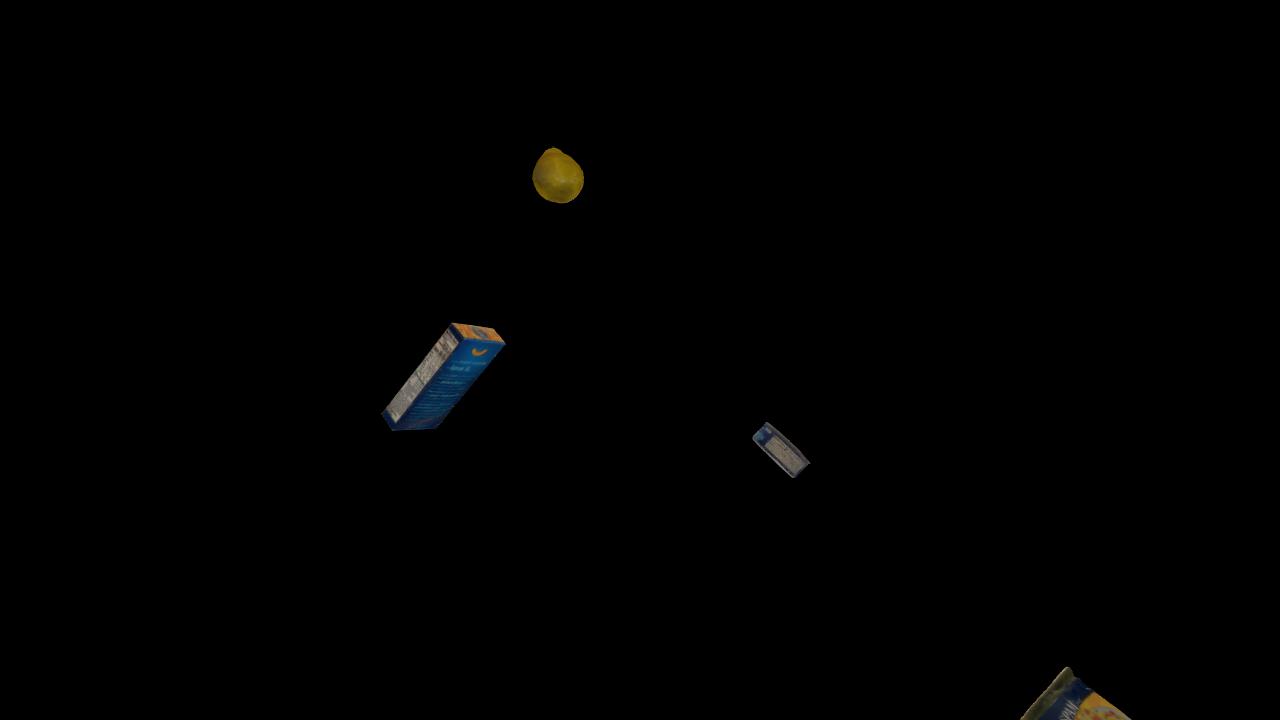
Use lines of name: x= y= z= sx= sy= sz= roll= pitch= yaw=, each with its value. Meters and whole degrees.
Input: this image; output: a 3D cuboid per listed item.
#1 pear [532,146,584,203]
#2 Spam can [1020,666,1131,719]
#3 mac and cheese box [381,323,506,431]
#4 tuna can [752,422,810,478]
pear: x=-0.133 y=-0.303 z=0.962 sx=0.080 sy=0.111 sz=0.080 roll=-17 pitch=-23 yaw=-8
Spam can: x=0.295 y=0.267 z=0.401 sx=0.101 sy=0.058 sz=0.085 roll=-10 pitch=32 yaw=-36
mac and cheese box: x=-0.286 y=0.027 z=0.898 sx=0.041 sy=0.184 sz=0.093 roll=48 pitch=16 yaw=21
tuna can: x=0.202 y=0.130 z=0.885 sx=0.084 sy=0.034 sz=0.084 roll=44 pitch=1 yaw=-1
